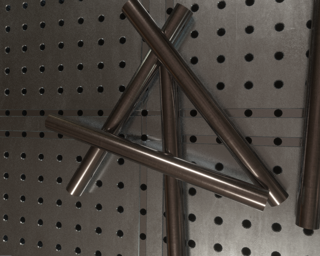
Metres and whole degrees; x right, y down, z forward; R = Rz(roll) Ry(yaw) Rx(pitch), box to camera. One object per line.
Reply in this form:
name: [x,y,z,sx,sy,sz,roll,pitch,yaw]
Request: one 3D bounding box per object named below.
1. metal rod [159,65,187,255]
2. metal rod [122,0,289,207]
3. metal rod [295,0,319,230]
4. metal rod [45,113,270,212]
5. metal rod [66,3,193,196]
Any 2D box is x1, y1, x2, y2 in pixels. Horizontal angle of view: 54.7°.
metal rod: [0.018,0.068,0.405,0.025,0.025,0.298,-3,89,19]
metal rod: [0.051,-0.035,0.377,0.025,0.025,0.299,-38,85,16]
metal rod: [0.178,-0.037,0.349,0.025,0.025,0.298,4,91,19]
metal rod: [-0.018,0.036,0.390,0.301,0.025,0.025,19,96,18]
metal rod: [-0.047,-0.031,0.428,0.025,0.025,0.299,36,101,16]
